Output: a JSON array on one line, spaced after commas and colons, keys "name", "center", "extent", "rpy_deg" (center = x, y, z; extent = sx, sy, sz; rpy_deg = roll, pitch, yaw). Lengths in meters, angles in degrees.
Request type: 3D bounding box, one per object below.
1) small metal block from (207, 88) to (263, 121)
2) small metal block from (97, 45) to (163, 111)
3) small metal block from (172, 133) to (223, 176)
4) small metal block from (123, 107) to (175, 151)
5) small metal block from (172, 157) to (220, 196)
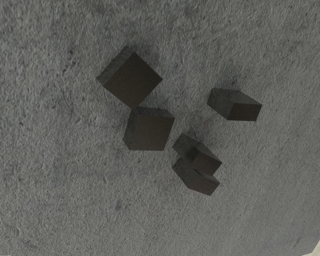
[{"name": "small metal block", "center": [0.102, -0.032, 0.426], "extent": [0.050, 0.050, 0.025], "rpy_deg": [1, 118, -29]}, {"name": "small metal block", "center": [-0.034, -0.056, 0.353], "extent": [0.050, 0.025, 0.050], "rpy_deg": [-47, 129, 5]}, {"name": "small metal block", "center": [0.053, 0.038, 0.443], "extent": [0.050, 0.050, 0.025], "rpy_deg": [27, 104, -37]}, {"name": "small metal block", "center": [-0.015, 0.001, 0.399], "extent": [0.050, 0.025, 0.050], "rpy_deg": [4, 117, -30]}, {"name": "small metal block", "center": [0.054, 0.071, 0.464], "extent": [0.050, 0.050, 0.025], "rpy_deg": [26, 104, -37]}]
